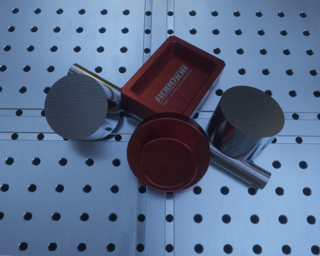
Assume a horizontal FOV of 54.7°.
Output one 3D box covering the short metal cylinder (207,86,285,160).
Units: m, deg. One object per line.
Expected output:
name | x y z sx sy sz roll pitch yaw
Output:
short metal cylinder | 0.106 -0.007 0.389 0.081 0.050 0.080 7 53 -8

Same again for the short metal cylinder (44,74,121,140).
short metal cylinder | -0.096 -0.024 0.394 0.080 0.050 0.080 -1 87 10

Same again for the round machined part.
round machined part | 0.009 0.034 0.361 0.099 0.042 0.097 2 113 5

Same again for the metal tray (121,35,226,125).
metal tray | 0.019 -0.060 0.416 0.090 0.030 0.130 30 59 10

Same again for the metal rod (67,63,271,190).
metal rod | 0.005 -0.007 0.414 0.301 0.025 0.025 30 73 10
